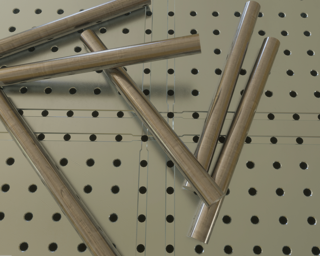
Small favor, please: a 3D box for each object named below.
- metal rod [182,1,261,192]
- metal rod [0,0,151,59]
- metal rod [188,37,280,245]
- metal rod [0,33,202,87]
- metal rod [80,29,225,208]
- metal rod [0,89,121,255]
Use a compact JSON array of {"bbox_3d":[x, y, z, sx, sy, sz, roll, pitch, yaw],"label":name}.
[{"bbox_3d":[0.092,-0.056,0.432,0.025,0.025,0.300,19,71,7],"label":"metal rod"},{"bbox_3d":[-0.156,-0.148,0.464,0.302,0.025,0.025,-23,72,-8],"label":"metal rod"},{"bbox_3d":[0.105,0.003,0.411,0.025,0.025,0.300,23,71,8],"label":"metal rod"},{"bbox_3d":[-0.097,-0.087,0.414,0.301,0.025,0.025,-8,70,9],"label":"metal rod"},{"bbox_3d":[-0.022,-0.027,0.406,0.025,0.025,0.300,-34,68,-11],"label":"metal rod"},{"bbox_3d":[-0.133,0.064,0.387,0.025,0.025,0.300,-37,74,-12],"label":"metal rod"}]
